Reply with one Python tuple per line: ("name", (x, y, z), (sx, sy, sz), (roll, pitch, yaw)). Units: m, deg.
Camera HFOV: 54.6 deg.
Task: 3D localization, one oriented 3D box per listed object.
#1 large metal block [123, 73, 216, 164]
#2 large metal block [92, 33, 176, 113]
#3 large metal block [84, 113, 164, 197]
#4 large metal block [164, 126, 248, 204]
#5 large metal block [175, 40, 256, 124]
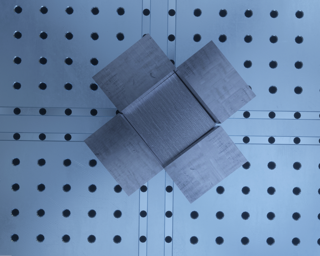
("large metal block", (0.012, -0.011, 0.400), (0.080, 0.050, 0.080), (-38, 89, 2))
("large metal block", (-0.029, -0.062, 0.386), (0.080, 0.080, 0.050), (-38, 90, 0))
("large metal block", (-0.040, 0.029, 0.385), (0.050, 0.080, 0.080), (-39, 91, 0))
("large metal block", (0.052, 0.041, 0.387), (0.080, 0.080, 0.050), (-37, 90, 0))
("large metal block", (0.063, -0.052, 0.386), (0.050, 0.080, 0.080), (-39, 91, 0))
